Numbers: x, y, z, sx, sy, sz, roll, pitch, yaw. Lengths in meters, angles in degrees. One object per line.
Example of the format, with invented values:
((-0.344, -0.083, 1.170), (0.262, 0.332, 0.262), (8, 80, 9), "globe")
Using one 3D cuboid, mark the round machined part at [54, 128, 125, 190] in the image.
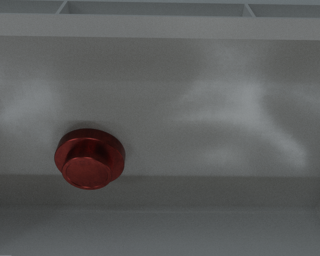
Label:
((-0.100, 0.051, 0.440), (0.099, 0.042, 0.097), (0, 130, 0), "round machined part")
